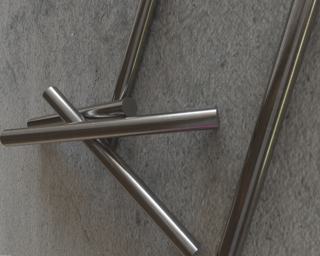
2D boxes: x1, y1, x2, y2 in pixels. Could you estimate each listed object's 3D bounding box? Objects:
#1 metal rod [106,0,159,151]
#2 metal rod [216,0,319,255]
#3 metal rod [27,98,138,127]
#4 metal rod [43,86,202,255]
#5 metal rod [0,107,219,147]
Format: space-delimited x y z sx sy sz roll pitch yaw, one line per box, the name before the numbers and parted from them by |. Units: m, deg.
metal rod | -0.039 -0.096 0.434 0.025 0.025 0.298 28 107 36
metal rod | 0.106 0.014 0.316 0.025 0.025 0.298 22 104 37
metal rod | -0.143 -0.016 0.498 0.300 0.025 0.025 -5 87 46
metal rod | -0.061 0.049 0.415 0.300 0.025 0.025 45 117 17
metal rod | -0.077 0.002 0.398 0.301 0.025 0.025 -5 87 18
